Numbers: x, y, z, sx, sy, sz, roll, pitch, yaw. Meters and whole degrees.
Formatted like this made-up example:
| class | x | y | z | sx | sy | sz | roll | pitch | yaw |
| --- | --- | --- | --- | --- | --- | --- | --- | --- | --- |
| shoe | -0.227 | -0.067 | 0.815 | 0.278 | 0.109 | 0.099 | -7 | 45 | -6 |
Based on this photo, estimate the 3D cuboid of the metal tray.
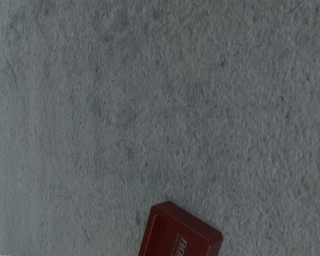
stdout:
| class | x | y | z | sx | sy | sz | roll | pitch | yaw |
| --- | --- | --- | --- | --- | --- | --- | --- | --- | --- |
| metal tray | 0.016 | 0.170 | 0.386 | 0.090 | 0.030 | 0.129 | 24 | 105 | 37 |
